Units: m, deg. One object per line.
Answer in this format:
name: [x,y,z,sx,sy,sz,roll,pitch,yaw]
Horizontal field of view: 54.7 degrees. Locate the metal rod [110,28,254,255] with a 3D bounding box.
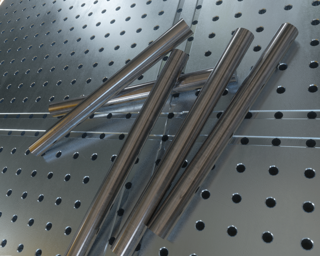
metal rod: [0.031,0.011,0.365,0.025,0.025,0.299,25,80,36]

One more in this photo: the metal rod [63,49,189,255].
metal rod: [-0.039,0.032,0.389,0.025,0.025,0.299,20,77,35]

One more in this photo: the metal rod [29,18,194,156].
metal rod: [-0.080,-0.050,0.447,0.300,0.025,0.025,-36,51,16]

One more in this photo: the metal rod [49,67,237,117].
metal rod: [-0.040,-0.051,0.458,0.301,0.025,0.025,-9,58,23]

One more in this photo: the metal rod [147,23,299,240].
metal rod: [0.081,-0.005,0.368,0.025,0.025,0.300,27,76,37]
